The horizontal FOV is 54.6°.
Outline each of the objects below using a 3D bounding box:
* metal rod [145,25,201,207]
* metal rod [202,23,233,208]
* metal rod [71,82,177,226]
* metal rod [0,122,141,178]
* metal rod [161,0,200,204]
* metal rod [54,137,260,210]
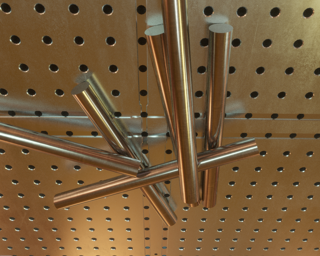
[{"bbox_3d":[0.026,0.009,0.419,0.025,0.025,0.299,-9,130,7],"label":"metal rod"},{"bbox_3d":[0.072,0.009,0.419,0.025,0.025,0.298,-3,130,2],"label":"metal rod"},{"bbox_3d":[-0.038,0.058,0.459,0.025,0.025,0.299,-18,128,14],"label":"metal rod"},{"bbox_3d":[-0.174,0.014,0.403,0.302,0.025,0.025,16,128,-7],"label":"metal rod"},{"bbox_3d":[0.024,-0.037,0.342,0.025,0.025,0.298,-5,119,4],"label":"metal rod"},{"bbox_3d":[-0.015,0.067,0.434,0.301,0.025,0.025,-18,128,14],"label":"metal rod"}]
